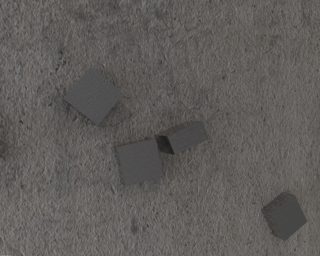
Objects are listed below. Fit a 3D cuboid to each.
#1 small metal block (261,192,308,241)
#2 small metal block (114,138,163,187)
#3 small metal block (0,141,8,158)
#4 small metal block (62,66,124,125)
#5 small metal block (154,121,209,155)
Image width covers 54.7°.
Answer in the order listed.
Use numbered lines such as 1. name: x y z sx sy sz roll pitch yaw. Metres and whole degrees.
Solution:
1. small metal block: 0.193 0.136 0.480 0.050 0.025 0.050 -31 100 -17
2. small metal block: -0.028 0.043 0.399 0.050 0.025 0.050 -12 94 -20
3. small metal block: -0.193 0.018 0.324 0.050 0.050 0.025 29 81 -18
4. small metal block: -0.082 -0.038 0.379 0.050 0.025 0.050 40 77 -16
5. small metal block: 0.027 0.012 0.406 0.050 0.050 0.025 -23 98 -19
